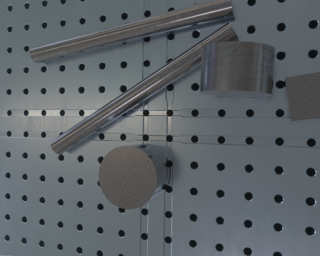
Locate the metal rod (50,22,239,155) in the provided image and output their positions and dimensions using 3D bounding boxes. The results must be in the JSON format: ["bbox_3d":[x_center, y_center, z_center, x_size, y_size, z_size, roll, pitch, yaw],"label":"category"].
[{"bbox_3d":[-0.032,-0.045,0.423,0.300,0.025,0.025,-31,80,17],"label":"metal rod"}]

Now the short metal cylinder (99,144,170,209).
[{"bbox_3d":[-0.033,0.062,0.411,0.080,0.050,0.079,0,90,20],"label":"short metal cylinder"}]

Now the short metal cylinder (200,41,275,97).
[{"bbox_3d":[0.087,-0.064,0.353,0.080,0.080,0.050,4,92,20],"label":"short metal cylinder"}]

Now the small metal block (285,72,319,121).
[{"bbox_3d":[0.172,-0.036,0.352,0.050,0.025,0.050,-8,87,19],"label":"small metal block"}]

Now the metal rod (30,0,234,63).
[{"bbox_3d":[-0.052,-0.131,0.430,0.301,0.025,0.025,-8,88,19],"label":"metal rod"}]
